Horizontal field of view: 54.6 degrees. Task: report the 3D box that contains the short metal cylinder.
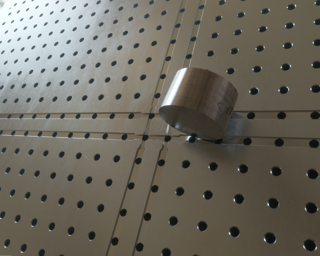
[{"bbox_3d":[0.045,-0.027,0.366,0.080,0.080,0.050,11,68,33],"label":"short metal cylinder"}]
